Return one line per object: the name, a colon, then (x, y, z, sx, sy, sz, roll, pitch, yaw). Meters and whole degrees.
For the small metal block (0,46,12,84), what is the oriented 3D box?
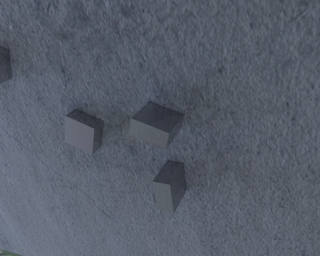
small metal block: (-0.259, -0.103, 0.477, 0.050, 0.025, 0.050, 23, 127, 13)

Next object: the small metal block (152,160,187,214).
small metal block: (0.015, 0.081, 0.432, 0.025, 0.050, 0.050, 6, 121, 25)

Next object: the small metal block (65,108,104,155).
small metal block: (-0.115, 0.005, 0.469, 0.050, 0.025, 0.050, 23, 127, 13)

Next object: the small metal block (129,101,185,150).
small metal block: (-0.003, -0.005, 0.388, 0.050, 0.050, 0.025, 22, 126, 15)
